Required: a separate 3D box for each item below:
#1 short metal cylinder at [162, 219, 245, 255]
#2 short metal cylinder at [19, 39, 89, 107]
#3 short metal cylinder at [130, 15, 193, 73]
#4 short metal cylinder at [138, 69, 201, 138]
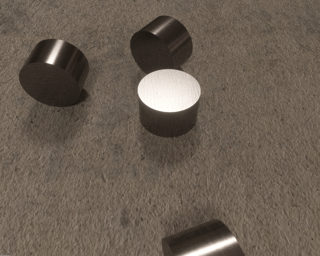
[{"bbox_3d":[0.039,0.125,0.263,0.050,0.080,0.080,-16,52,-13],"label":"short metal cylinder"},{"bbox_3d":[-0.144,-0.075,0.428,0.080,0.080,0.050,4,50,3],"label":"short metal cylinder"},{"bbox_3d":[0.002,-0.122,0.470,0.080,0.080,0.050,29,56,22],"label":"short metal cylinder"},{"bbox_3d":[0.012,-0.034,0.416,0.081,0.050,0.080,0,50,0],"label":"short metal cylinder"}]
